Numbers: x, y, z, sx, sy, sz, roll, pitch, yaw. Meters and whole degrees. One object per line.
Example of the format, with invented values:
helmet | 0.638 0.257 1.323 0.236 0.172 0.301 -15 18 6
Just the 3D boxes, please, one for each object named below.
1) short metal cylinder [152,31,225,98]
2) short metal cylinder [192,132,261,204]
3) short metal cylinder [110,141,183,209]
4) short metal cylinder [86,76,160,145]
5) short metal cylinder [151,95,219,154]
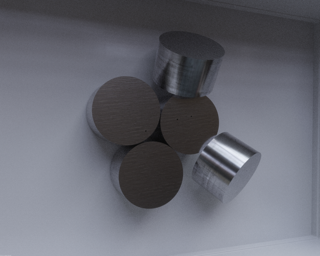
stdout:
short metal cylinder | 0.034 -0.081 0.386 0.081 0.080 0.050 -3 130 -20
short metal cylinder | 0.088 0.052 0.408 0.080 0.050 0.080 -35 145 -29
short metal cylinder | -0.018 0.055 0.390 0.081 0.050 0.079 0 90 -21
short metal cylinder | -0.046 -0.020 0.379 0.081 0.050 0.079 0 90 -21
short metal cylinder | 0.029 -0.007 0.407 0.081 0.050 0.079 0 90 -21
